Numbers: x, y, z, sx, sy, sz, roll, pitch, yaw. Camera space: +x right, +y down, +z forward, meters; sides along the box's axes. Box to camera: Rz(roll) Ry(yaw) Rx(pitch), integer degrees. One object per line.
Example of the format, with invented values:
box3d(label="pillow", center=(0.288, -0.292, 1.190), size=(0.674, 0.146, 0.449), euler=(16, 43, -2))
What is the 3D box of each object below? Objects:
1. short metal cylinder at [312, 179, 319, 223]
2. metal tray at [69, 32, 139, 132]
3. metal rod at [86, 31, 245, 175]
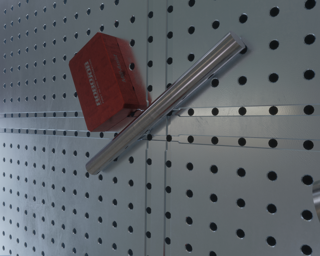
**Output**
box3d(label="short metal cylinder", center=(0.163, 0.070, 0.239), size=(0.050, 0.081, 0.080), euler=(-32, 70, 35))
box3d(label="metal tray", center=(-0.091, -0.069, 0.481), size=(0.090, 0.030, 0.130), euler=(-31, 71, 35))
box3d(label="metal rod", center=(-0.012, -0.016, 0.419), size=(0.299, 0.025, 0.025), euler=(-40, 66, 32))
